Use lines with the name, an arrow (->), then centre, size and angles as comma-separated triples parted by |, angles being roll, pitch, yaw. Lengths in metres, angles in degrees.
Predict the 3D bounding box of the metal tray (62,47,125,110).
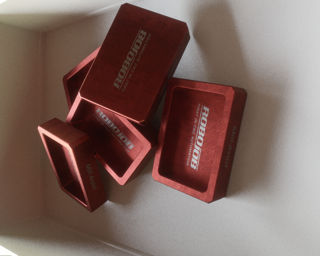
metal tray -> -0.095, -0.064, 0.477 | 0.130, 0.030, 0.090 | -26, 74, 36

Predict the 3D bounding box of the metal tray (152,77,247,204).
metal tray -> 0.043, 0.011, 0.364 | 0.090, 0.030, 0.129 | 16, 100, 38

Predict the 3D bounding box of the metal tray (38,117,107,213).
metal tray -> -0.131, 0.056, 0.468 | 0.090, 0.030, 0.129 | 22, 133, 37

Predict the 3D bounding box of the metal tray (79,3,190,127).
metal tray -> -0.030, -0.078, 0.379 | 0.090, 0.030, 0.130 | 24, 86, 14

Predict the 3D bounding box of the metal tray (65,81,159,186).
metal tray -> -0.066, 0.003, 0.426 | 0.130, 0.030, 0.089 | 45, 124, 14
